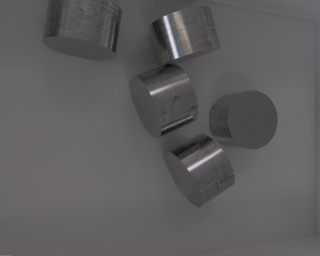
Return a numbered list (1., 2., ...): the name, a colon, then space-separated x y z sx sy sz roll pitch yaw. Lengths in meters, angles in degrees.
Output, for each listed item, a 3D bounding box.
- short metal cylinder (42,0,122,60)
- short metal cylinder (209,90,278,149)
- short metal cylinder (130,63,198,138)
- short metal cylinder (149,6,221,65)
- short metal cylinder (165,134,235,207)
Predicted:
1. short metal cylinder: -0.086 -0.113 0.349 0.081 0.080 0.050 9 87 -20
2. short metal cylinder: 0.117 -0.011 0.440 0.081 0.050 0.080 0 90 -20
3. short metal cylinder: 0.004 -0.034 0.382 0.050 0.080 0.080 -24 98 -18
4. short metal cylinder: 0.031 -0.114 0.392 0.081 0.080 0.050 -19 97 -19
5. short metal cylinder: 0.050 0.054 0.400 0.050 0.080 0.080 -29 100 -18
